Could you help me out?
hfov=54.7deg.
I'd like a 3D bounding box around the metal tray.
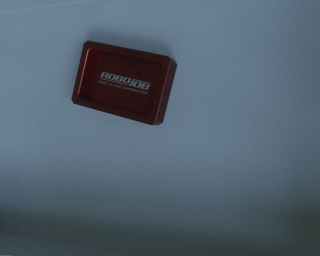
[{"bbox_3d":[-0.051,-0.062,0.424,0.130,0.030,0.089,16,95,19],"label":"metal tray"}]
